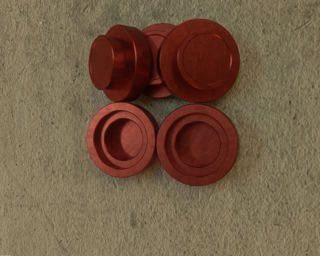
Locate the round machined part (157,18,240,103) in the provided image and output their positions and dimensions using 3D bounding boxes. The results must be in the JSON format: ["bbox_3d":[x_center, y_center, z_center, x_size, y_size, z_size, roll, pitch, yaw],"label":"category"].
[{"bbox_3d":[0.048,-0.078,0.360,0.099,0.042,0.097,-1,96,-12],"label":"round machined part"}]

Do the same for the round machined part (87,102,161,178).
[{"bbox_3d":[-0.045,0.015,0.416,0.098,0.042,0.097,0,90,19],"label":"round machined part"}]

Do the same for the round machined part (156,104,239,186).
[{"bbox_3d":[0.048,0.020,0.383,0.098,0.042,0.097,0,90,19],"label":"round machined part"}]

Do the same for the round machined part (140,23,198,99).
[{"bbox_3d":[-0.002,-0.087,0.400,0.098,0.042,0.097,0,90,19],"label":"round machined part"}]

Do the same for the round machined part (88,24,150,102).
[{"bbox_3d":[-0.058,-0.082,0.395,0.098,0.042,0.097,7,99,52],"label":"round machined part"}]
